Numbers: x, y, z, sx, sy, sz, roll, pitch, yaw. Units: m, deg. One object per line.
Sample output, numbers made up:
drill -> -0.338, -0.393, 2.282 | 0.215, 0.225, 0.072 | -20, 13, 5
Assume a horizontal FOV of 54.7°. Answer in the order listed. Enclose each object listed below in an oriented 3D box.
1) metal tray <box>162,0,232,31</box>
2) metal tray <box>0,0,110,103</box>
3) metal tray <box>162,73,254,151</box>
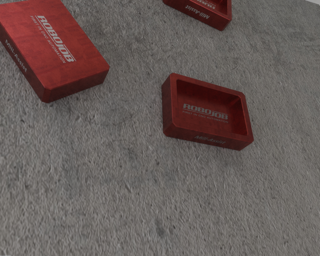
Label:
metal tray -> 0.074, -0.248, 0.591 | 0.131, 0.030, 0.090 | 20, 54, -17
metal tray -> -0.137, -0.102, 0.389 | 0.091, 0.030, 0.130 | -29, 78, -38
metal tray -> 0.069, -0.022, 0.450 | 0.131, 0.030, 0.090 | 12, 57, -22
